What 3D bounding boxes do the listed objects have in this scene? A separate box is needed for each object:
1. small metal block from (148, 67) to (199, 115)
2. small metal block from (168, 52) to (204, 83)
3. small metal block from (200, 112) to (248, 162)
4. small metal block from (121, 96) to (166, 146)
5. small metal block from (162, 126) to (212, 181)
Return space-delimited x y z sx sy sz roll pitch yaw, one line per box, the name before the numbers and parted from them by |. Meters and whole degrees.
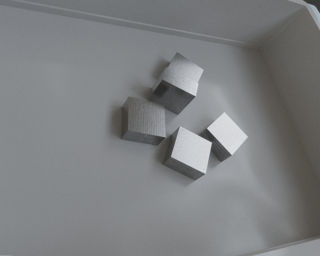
small metal block | 0.018 -0.050 0.431 0.050 0.050 0.025 25 53 -13
small metal block | 0.033 -0.081 0.475 0.050 0.025 0.050 33 51 -8
small metal block | 0.092 0.013 0.449 0.050 0.025 0.050 48 51 5
small metal block | -0.022 -0.008 0.401 0.050 0.025 0.050 12 57 -22
small metal block | 0.036 0.033 0.407 0.050 0.025 0.050 27 52 -12
